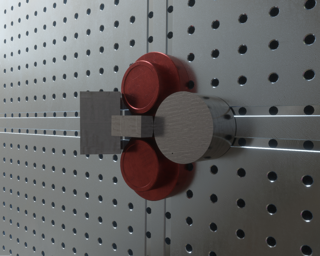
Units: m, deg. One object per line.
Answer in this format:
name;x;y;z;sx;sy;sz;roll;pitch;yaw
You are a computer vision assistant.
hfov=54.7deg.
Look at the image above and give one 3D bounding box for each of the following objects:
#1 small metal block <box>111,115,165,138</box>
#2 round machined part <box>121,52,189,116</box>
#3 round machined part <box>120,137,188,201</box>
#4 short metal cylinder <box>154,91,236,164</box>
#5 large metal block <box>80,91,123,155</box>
small metal block;-0.024;-0.002;0.385;0.050;0.050;0.025;2;92;40
round machined part;-0.013;-0.052;0.410;0.098;0.042;0.097;0;90;40
round machined part;-0.015;0.048;0.411;0.098;0.042;0.097;0;90;40
short metal cylinder;0.039;-0.001;0.359;0.080;0.050;0.080;0;90;40
large metal block;-0.078;-0.007;0.431;0.050;0.080;0.080;0;90;-4
